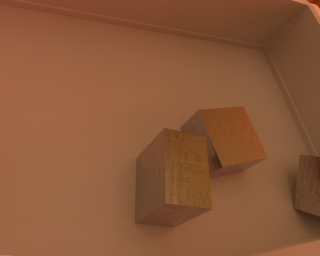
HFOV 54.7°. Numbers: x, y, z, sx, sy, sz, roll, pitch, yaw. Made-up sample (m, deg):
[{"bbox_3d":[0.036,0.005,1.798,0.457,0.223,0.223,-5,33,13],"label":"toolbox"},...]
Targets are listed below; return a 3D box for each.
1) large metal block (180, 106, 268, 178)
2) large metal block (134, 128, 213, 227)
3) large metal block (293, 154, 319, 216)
[{"bbox_3d":[0.086,0.019,0.424,0.081,0.050,0.080,-6,65,-31],"label":"large metal block"},{"bbox_3d":[0.011,0.058,0.341,0.050,0.080,0.080,13,57,-21],"label":"large metal block"},{"bbox_3d":[0.248,0.085,0.450,0.081,0.050,0.080,9,87,-23],"label":"large metal block"}]
